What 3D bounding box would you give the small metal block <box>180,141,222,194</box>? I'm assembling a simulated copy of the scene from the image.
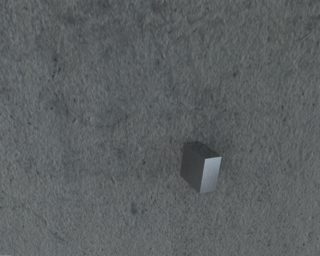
[{"bbox_3d":[0.053,0.051,0.413,0.025,0.050,0.050,-5,113,-27],"label":"small metal block"}]
